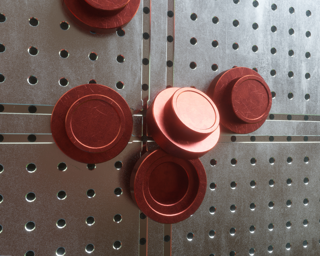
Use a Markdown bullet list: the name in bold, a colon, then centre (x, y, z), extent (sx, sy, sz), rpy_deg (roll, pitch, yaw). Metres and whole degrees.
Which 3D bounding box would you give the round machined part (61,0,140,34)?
- **round machined part**: centre (-0.070, -0.169, 0.377), extent (0.099, 0.042, 0.097), rpy_deg (0, 90, -20)

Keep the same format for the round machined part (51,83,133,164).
- **round machined part**: centre (-0.080, -0.005, 0.374), extent (0.099, 0.042, 0.097), rpy_deg (0, 90, -20)

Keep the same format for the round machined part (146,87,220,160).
- **round machined part**: centre (0.036, -0.013, 0.393), extent (0.099, 0.042, 0.098), rpy_deg (15, 54, -21)

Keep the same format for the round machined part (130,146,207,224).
- **round machined part**: centre (0.008, 0.071, 0.406), extent (0.099, 0.042, 0.097), rpy_deg (0, 90, -20)

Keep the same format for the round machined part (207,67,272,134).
- **round machined part**: centre (0.121, -0.040, 0.448), extent (0.099, 0.042, 0.097), rpy_deg (0, 90, -20)
